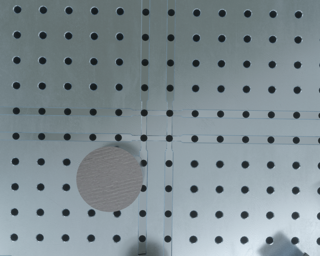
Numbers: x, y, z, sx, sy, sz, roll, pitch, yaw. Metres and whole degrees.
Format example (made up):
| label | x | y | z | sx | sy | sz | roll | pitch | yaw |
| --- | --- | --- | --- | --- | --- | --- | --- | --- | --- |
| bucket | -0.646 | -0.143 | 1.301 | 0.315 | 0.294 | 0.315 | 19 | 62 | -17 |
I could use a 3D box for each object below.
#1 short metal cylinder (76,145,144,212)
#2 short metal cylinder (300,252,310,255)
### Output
| label | x | y | z | sx | sy | sz | roll | pitch | yaw |
| --- | --- | --- | --- | --- | --- | --- | --- | --- | --- |
| short metal cylinder | -0.061 | 0.062 | 0.400 | 0.081 | 0.050 | 0.079 | 0 | 90 | 0 |
| short metal cylinder | 0.194 | 0.206 | 0.387 | 0.050 | 0.080 | 0.080 | -41 | 90 | 0 |
